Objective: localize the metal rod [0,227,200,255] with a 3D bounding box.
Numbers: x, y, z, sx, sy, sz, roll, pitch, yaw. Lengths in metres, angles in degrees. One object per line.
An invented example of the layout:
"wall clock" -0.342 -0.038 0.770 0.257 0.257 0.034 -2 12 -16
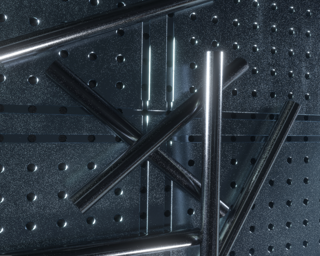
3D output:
"metal rod" -0.088 0.151 0.380 0.302 0.025 0.025 0 90 -20

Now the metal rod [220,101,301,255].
"metal rod" 0.136 0.091 0.462 0.025 0.025 0.300 34 79 -17

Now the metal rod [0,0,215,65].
"metal rod" -0.050 -0.140 0.393 0.302 0.025 0.025 -24 98 -19

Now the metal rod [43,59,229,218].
"metal rod" -0.020 0.023 0.405 0.300 0.025 0.025 41 77 -15

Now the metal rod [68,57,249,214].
"metal rod" 0.015 -0.004 0.395 0.301 0.025 0.025 -40 103 -24

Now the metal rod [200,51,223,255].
"metal rod" 0.066 0.054 0.402 0.025 0.025 0.298 -1 95 -20
